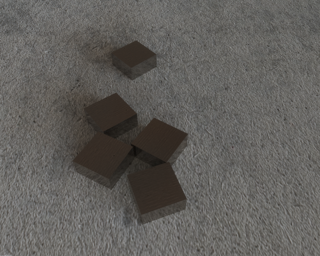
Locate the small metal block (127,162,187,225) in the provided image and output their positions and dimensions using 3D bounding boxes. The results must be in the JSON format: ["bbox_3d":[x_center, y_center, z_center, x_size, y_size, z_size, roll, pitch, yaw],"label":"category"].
[{"bbox_3d":[-0.004,0.071,0.343,0.050,0.025,0.050,-16,52,-13],"label":"small metal block"}]

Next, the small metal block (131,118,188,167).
[{"bbox_3d":[0.000,0.021,0.385,0.050,0.025,0.050,26,55,20],"label":"small metal block"}]

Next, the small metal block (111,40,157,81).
[{"bbox_3d":[-0.041,-0.109,0.494,0.050,0.025,0.050,-34,58,-26],"label":"small metal block"}]

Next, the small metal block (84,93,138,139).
[{"bbox_3d":[-0.065,-0.014,0.415,0.050,0.025,0.050,-30,56,-23],"label":"small metal block"}]

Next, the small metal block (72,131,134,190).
[{"bbox_3d":[-0.066,0.038,0.371,0.050,0.025,0.050,22,53,17],"label":"small metal block"}]
